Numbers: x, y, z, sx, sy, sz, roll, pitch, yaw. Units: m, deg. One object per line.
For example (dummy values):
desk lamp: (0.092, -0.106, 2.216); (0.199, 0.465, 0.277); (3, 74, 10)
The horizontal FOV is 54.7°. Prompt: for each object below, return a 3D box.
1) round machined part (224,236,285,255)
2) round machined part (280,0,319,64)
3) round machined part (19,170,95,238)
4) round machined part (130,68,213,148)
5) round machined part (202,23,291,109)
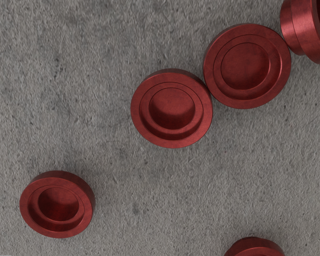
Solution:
round machined part: (0.144, 0.209, 0.479); (0.099, 0.042, 0.097); (0, 110, 0)
round machined part: (0.169, -0.118, 0.340); (0.099, 0.042, 0.097); (4, 84, -38)
round machined part: (-0.140, 0.103, 0.437); (0.099, 0.042, 0.097); (0, 110, 0)
round machined part: (0.016, -0.027, 0.385); (0.099, 0.042, 0.097); (3, 116, 7)
round machined part: (0.100, -0.075, 0.371); (0.099, 0.042, 0.097); (1, 113, 3)
